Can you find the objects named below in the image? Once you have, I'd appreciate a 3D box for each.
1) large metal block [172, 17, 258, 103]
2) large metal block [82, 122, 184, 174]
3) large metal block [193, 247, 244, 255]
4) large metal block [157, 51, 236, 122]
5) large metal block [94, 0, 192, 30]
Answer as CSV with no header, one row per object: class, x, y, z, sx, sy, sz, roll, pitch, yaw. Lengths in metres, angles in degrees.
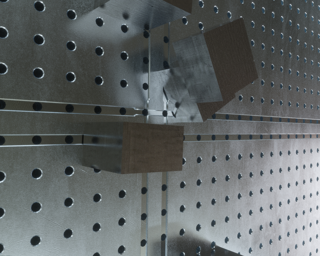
large metal block,0.072,-0.084,0.390,0.081,0.050,0.080,-32,110,-36
large metal block,-0.031,0.020,0.349,0.081,0.080,0.050,4,88,-40
large metal block,0.094,0.220,0.455,0.081,0.080,0.050,3,88,-40
large metal block,0.054,-0.062,0.440,0.081,0.050,0.080,-36,112,-34
large metal block,-0.019,-0.159,0.359,0.081,0.080,0.050,7,85,-40
